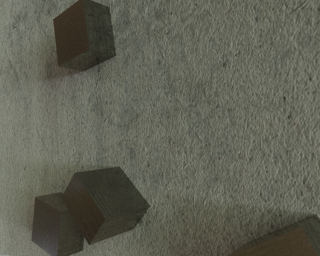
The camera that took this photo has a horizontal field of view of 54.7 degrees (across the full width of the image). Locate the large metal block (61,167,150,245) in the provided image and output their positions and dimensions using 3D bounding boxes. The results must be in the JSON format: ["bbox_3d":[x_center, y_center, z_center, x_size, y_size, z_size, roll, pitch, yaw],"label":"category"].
[{"bbox_3d":[-0.075,0.103,0.432,0.080,0.081,0.050,47,118,30],"label":"large metal block"}]

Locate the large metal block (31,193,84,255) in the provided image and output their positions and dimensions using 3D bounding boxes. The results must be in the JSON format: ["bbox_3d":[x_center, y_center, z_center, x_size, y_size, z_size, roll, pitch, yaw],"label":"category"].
[{"bbox_3d":[-0.174,0.164,0.532,0.080,0.050,0.079,12,98,39],"label":"large metal block"}]

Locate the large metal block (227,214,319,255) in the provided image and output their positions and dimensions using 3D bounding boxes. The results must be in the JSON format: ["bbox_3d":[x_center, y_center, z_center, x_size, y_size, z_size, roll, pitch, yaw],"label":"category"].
[{"bbox_3d":[0.124,0.137,0.286,0.080,0.050,0.080,-39,66,33],"label":"large metal block"}]

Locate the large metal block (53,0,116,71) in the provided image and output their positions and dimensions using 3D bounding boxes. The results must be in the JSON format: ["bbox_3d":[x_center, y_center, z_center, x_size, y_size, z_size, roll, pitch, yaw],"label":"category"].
[{"bbox_3d":[-0.120,-0.143,0.488,0.080,0.050,0.080,-14,81,39],"label":"large metal block"}]
